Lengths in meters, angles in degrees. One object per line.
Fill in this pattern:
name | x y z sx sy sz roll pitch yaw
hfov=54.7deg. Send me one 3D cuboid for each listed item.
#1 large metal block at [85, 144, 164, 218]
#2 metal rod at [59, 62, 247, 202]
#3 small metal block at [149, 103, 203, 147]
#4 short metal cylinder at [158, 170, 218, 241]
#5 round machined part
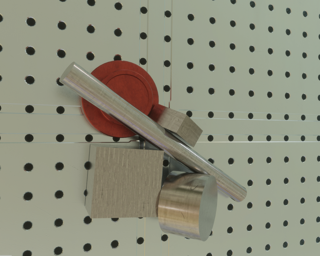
large metal block | -0.045 0.064 0.381 0.081 0.050 0.080 5 88 -20
metal rod | 0.012 0.021 0.384 0.301 0.025 0.025 36 78 -30
small metal block | 0.019 -0.003 0.397 0.025 0.050 0.050 -60 142 -7
short metal cylinder | 0.038 0.097 0.392 0.080 0.050 0.079 4 90 -65
round machined part | -0.047 -0.036 0.387 0.099 0.042 0.097 0 90 -21
